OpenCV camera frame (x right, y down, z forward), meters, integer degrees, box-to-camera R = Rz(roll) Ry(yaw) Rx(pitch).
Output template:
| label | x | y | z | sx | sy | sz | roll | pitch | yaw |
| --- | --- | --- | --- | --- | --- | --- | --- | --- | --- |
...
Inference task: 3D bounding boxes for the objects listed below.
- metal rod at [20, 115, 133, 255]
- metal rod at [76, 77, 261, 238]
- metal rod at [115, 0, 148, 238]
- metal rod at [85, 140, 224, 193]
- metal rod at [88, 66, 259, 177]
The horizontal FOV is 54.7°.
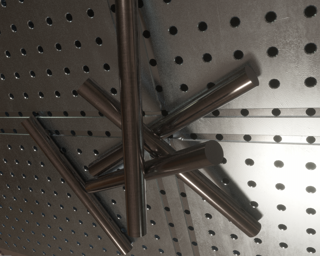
| label | x | y | z | sx | sy | sz | roll | pitch | yaw |
| --- | --- | --- | --- | --- | --- | --- | --- | --- | --- |
| metal rod | -0.141 | 0.107 | 0.549 | 0.025 | 0.025 | 0.299 | -23 | 106 | 36 |
| metal rod | 0.019 | 0.044 | 0.401 | 0.300 | 0.025 | 0.025 | 41 | 129 | -11 |
| metal rod | -0.033 | -0.017 | 0.357 | 0.025 | 0.025 | 0.298 | 3 | 102 | 26 |
| metal rod | -0.032 | 0.062 | 0.418 | 0.025 | 0.025 | 0.299 | 53 | 142 | -10 |
| metal rod | -0.005 | 0.006 | 0.416 | 0.299 | 0.025 | 0.025 | -31 | 101 | 37 |
